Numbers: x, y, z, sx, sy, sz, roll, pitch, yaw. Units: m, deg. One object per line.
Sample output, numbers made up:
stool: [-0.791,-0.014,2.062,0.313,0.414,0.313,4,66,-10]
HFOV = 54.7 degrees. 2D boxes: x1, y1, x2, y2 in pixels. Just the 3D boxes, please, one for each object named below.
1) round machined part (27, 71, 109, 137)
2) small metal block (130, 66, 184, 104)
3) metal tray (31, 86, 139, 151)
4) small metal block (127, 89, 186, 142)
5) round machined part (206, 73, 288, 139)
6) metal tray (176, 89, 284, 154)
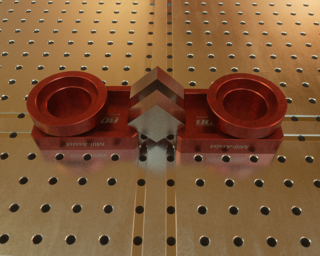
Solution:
round machined part: [-0.115,-0.026,0.402,0.099,0.042,0.098,0,50,0]
small metal block: [-0.004,-0.047,0.412,0.050,0.050,0.025,-32,40,33]
metal tray: [-0.094,-0.015,0.417,0.131,0.030,0.090,0,52,-1]
small metal block: [-0.004,-0.013,0.383,0.050,0.050,0.025,-32,40,33]
round machined part: [0.108,-0.024,0.401,0.099,0.042,0.098,0,50,0]
metal tray: [0.087,-0.011,0.415,0.131,0.030,0.090,1,50,0]
